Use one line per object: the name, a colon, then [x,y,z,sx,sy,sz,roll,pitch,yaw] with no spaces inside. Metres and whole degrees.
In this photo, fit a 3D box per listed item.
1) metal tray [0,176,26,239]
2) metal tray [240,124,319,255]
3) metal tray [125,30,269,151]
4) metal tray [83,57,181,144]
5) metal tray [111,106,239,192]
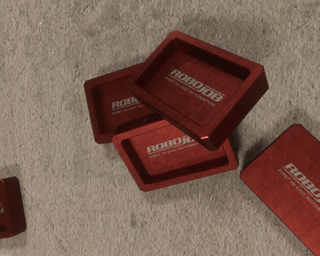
metal tray: [-0.286,0.134,0.504,0.130,0.030,0.089,-13,86,19]
metal tray: [0.168,0.069,0.347,0.090,0.030,0.130,-46,76,14]
metal tray: [0.034,-0.046,0.330,0.090,0.030,0.130,-49,52,-6]
metal tray: [-0.032,-0.035,0.416,0.130,0.030,0.090,-14,85,19]
metal tray: [0.019,0.022,0.377,0.130,0.030,0.090,-18,114,18]
